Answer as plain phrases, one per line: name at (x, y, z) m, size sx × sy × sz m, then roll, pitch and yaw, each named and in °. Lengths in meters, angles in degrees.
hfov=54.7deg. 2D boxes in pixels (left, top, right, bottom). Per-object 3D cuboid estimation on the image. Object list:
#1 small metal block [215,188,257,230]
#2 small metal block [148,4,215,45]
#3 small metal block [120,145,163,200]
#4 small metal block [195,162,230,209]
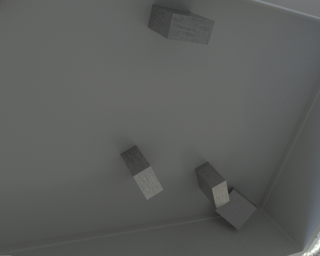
small metal block at (0.135, 0.142, 0.550) m, size 0.050 × 0.050 × 0.025 m, roll -53°, pitch 167°, yaw 7°
small metal block at (0.022, -0.112, 0.335) m, size 0.050 × 0.050 × 0.025 m, roll 0°, pitch 119°, yaw -28°
small metal block at (-0.025, 0.059, 0.415) m, size 0.025 × 0.050 × 0.050 m, roll -31°, pitch 129°, yaw -9°
small metal block at (0.083, 0.091, 0.494) m, size 0.025 × 0.050 × 0.050 m, roll -27°, pitch 128°, yaw -12°
